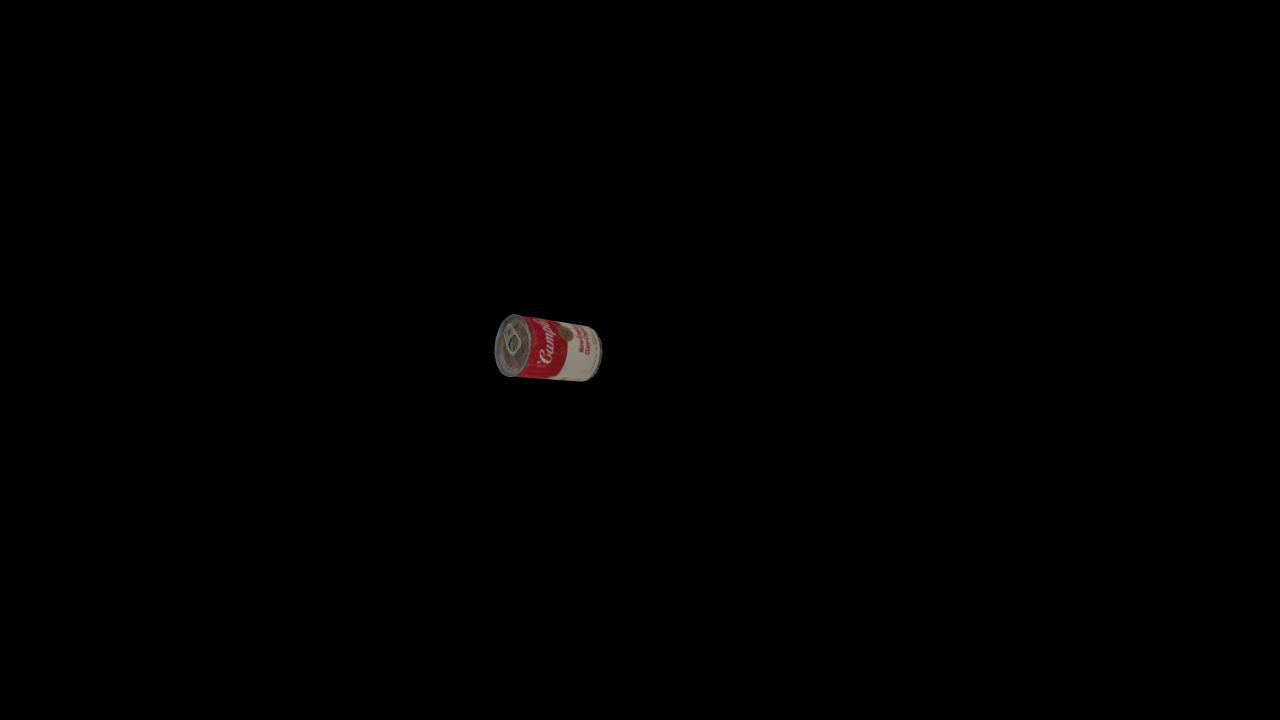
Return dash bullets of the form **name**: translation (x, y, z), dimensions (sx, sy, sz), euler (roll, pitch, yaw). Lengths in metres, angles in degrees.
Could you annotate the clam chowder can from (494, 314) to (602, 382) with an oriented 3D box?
- **clam chowder can**: translation (-0.101, -0.011, 0.688), dimensions (0.068, 0.068, 0.102), euler (0, -5, 45)
